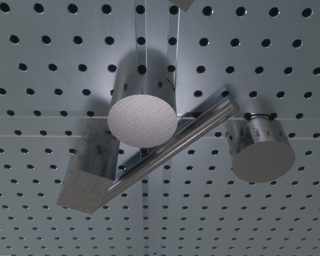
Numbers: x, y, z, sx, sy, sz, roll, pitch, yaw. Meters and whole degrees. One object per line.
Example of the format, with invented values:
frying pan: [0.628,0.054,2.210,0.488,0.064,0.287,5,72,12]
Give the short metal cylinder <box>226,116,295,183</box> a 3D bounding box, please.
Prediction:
short metal cylinder: [0.135,0.030,0.422,0.081,0.050,0.079,0,130,0]

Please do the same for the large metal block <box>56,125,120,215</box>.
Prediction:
large metal block: [-0.096,0.057,0.423,0.050,0.080,0.080,21,127,-17]

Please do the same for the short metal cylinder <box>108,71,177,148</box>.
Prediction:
short metal cylinder: [-0.020,-0.022,0.377,0.081,0.050,0.079,0,130,0]

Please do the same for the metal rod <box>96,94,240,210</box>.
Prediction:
metal rod: [-0.013,0.050,0.453,0.025,0.025,0.299,37,121,-27]

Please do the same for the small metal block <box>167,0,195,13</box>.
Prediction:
small metal block: [0.018,-0.146,0.287,0.050,0.025,0.050,26,125,-21]
